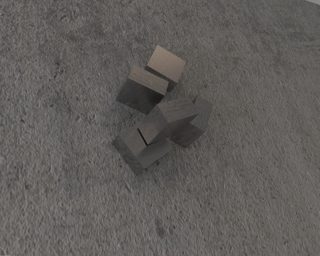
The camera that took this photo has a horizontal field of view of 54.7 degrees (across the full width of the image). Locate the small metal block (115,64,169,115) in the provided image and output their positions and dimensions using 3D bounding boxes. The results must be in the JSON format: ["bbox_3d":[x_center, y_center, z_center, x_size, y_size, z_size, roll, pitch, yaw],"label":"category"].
[{"bbox_3d":[-0.024,-0.048,0.404,0.050,0.050,0.025,24,53,-14],"label":"small metal block"}]

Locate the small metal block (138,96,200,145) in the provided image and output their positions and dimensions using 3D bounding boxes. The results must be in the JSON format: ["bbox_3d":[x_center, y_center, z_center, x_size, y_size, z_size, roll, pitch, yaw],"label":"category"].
[{"bbox_3d":[0.010,-0.009,0.366,0.050,0.050,0.025,-17,70,-39],"label":"small metal block"}]

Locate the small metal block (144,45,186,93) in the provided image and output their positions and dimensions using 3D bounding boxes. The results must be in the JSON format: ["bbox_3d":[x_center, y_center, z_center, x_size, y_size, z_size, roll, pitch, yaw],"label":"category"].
[{"bbox_3d":[0.005,-0.088,0.460,0.050,0.025,0.050,29,52,-10],"label":"small metal block"}]

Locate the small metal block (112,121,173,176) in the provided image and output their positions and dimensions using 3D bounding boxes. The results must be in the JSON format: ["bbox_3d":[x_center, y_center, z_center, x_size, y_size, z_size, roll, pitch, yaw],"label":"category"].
[{"bbox_3d":[-0.021,0.022,0.379,0.050,0.025,0.050,-32,80,-38],"label":"small metal block"}]

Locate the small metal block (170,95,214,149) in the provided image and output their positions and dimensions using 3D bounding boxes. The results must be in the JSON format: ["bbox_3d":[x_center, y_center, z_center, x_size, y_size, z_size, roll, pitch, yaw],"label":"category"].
[{"bbox_3d":[0.042,-0.008,0.415,0.025,0.050,0.050,31,52,-9],"label":"small metal block"}]
